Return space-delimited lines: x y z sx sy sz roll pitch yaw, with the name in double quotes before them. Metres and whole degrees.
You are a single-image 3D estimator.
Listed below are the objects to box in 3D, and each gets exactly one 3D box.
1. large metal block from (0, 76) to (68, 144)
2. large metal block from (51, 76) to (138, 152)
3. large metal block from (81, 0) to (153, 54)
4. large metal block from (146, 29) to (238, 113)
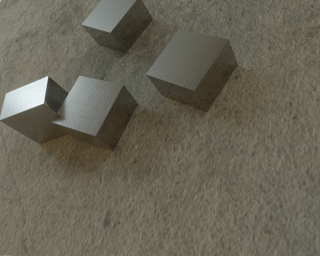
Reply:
"large metal block" -0.178 -0.024 0.474 0.080 0.080 0.050 -17 55 18
"large metal block" -0.091 -0.022 0.442 0.080 0.050 0.080 15 69 27
"large metal block" -0.074 -0.185 0.538 0.080 0.050 0.080 27 76 36
"large metal block" 0.043 -0.078 0.412 0.080 0.050 0.080 25 75 36
